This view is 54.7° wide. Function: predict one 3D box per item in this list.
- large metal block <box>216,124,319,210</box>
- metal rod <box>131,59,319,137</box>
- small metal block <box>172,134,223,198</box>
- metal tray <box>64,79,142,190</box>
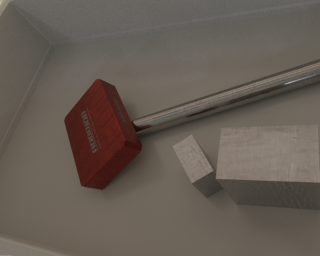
[{"bbox_3d":[0.105,0.039,0.291,0.080,0.080,0.050,-3,61,26],"label":"large metal block"},{"bbox_3d":[0.066,-0.030,0.388,0.301,0.025,0.025,-17,55,18],"label":"metal rod"},{"bbox_3d":[0.043,0.043,0.340,0.025,0.050,0.050,-33,52,7],"label":"small metal block"},{"bbox_3d":[-0.083,0.006,0.423,0.090,0.030,0.130,-45,49,21],"label":"metal tray"}]
